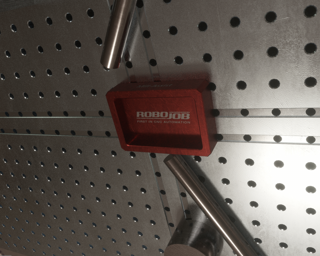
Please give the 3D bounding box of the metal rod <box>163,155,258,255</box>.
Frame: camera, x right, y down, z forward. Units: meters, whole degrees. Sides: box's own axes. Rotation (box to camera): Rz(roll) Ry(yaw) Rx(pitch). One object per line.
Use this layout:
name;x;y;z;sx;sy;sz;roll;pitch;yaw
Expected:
metal rod;0.105;0.156;0.451;0.025;0.025;0.300;-30;102;37

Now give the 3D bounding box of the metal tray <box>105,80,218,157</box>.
metal tray;0.002;-0.012;0.397;0.130;0.030;0.089;1;119;27

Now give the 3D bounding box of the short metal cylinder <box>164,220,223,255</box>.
short metal cylinder;0.053;0.192;0.484;0.080;0.050;0.079;13;124;20

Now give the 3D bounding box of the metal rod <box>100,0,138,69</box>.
metal rod;-0.017;-0.190;0.301;0.025;0.025;0.298;30;128;9

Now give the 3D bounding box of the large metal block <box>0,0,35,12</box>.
large metal block;-0.202;-0.185;0.365;0.050;0.080;0.079;19;126;17
